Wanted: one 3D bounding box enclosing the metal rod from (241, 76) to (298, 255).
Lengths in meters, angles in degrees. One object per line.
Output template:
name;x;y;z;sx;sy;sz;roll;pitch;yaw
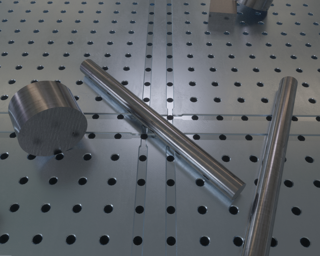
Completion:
metal rod;0.138;0.039;0.375;0.025;0.025;0.301;17;52;14

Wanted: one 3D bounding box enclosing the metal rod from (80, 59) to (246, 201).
metal rod;-0.013;-0.013;0.417;0.025;0.025;0.300;-35;59;-26

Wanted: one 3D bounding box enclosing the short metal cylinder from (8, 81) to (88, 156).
short metal cylinder;-0.137;-0.011;0.380;0.081;0.080;0.050;-23;54;-18

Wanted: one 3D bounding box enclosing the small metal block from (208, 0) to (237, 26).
small metal block;0.120;-0.223;0.596;0.050;0.025;0.050;6;50;5

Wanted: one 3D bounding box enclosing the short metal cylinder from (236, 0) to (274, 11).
short metal cylinder;0.187;-0.271;0.605;0.081;0.050;0.080;13;39;-10
